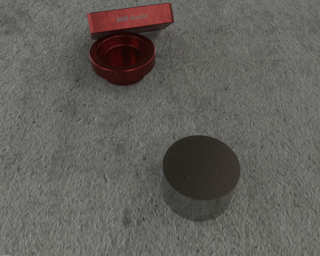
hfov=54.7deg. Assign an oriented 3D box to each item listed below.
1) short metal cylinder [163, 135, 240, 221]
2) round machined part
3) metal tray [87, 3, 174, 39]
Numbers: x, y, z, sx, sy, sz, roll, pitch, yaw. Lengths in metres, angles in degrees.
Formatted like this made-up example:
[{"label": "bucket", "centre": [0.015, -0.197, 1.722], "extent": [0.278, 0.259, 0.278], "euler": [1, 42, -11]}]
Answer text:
[{"label": "short metal cylinder", "centre": [0.043, 0.055, 0.342], "extent": [0.081, 0.050, 0.080], "euler": [0, 50, 0]}, {"label": "round machined part", "centre": [-0.056, -0.103, 0.478], "extent": [0.099, 0.042, 0.098], "euler": [0, 50, 0]}, {"label": "metal tray", "centre": [-0.051, -0.175, 0.513], "extent": [0.131, 0.030, 0.090], "euler": [-11, 12, -10]}]
